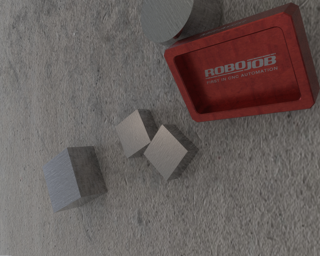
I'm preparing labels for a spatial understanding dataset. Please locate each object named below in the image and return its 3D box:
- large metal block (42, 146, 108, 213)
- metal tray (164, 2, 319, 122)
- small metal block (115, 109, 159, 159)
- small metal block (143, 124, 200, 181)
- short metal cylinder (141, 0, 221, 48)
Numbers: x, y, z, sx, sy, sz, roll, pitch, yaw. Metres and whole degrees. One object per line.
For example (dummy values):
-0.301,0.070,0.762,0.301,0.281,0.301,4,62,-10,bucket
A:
-0.140,0.083,0.505,0.080,0.050,0.080,-33,70,35,large metal block
0.077,-0.057,0.309,0.130,0.030,0.090,-7,119,39,metal tray
-0.030,0.008,0.430,0.050,0.025,0.050,-36,68,34,small metal block
0.013,0.030,0.394,0.050,0.025,0.050,47,118,29,small metal block
0.023,-0.133,0.364,0.080,0.050,0.080,-5,82,43,short metal cylinder
